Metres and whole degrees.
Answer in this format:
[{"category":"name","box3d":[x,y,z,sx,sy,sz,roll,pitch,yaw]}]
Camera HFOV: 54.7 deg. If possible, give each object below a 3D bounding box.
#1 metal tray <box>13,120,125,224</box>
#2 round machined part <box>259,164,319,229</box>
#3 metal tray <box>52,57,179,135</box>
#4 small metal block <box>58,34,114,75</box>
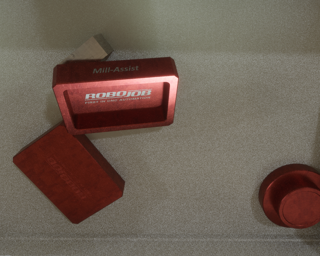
[{"category":"metal tray","box3d":[-0.122,0.062,0.430,0.090,0.030,0.130,-33,107,11]},{"category":"round machined part","box3d":[0.197,0.104,0.443,0.099,0.042,0.097,0,110,-1]},{"category":"metal tray","box3d":[-0.048,-0.035,0.361,0.131,0.030,0.089,-6,144,-7]},{"category":"small metal block","box3d":[-0.085,-0.084,0.366,0.050,0.050,0.025,-35,106,12]}]
